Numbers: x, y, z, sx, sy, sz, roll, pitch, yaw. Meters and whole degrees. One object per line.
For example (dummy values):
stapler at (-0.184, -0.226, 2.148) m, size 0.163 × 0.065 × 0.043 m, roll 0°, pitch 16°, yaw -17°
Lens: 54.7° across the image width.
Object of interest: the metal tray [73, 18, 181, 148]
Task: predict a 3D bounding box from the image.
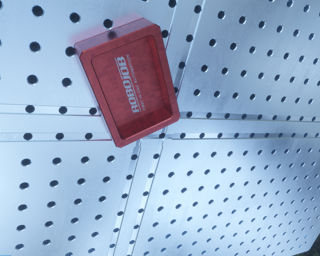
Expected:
metal tray at (-0.033, -0.048, 0.361) m, size 0.091 × 0.030 × 0.129 m, roll -26°, pitch 128°, yaw -13°
